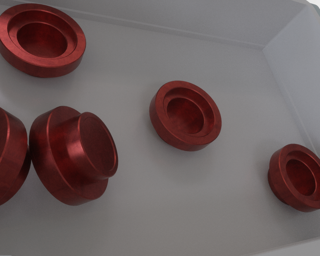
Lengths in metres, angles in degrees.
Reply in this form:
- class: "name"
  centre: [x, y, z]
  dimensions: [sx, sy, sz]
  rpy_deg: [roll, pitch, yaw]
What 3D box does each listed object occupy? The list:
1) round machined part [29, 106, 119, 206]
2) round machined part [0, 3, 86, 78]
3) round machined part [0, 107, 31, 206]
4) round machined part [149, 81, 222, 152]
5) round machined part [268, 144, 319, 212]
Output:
- class: "round machined part"
  centre: [-0.076, 0.023, 0.305]
  dimensions: [0.098, 0.042, 0.098]
  rpy_deg: [59, 17, -29]
- class: "round machined part"
  centre: [-0.144, -0.101, 0.378]
  dimensions: [0.099, 0.042, 0.098]
  rpy_deg: [14, 56, -21]
- class: "round machined part"
  centre: [-0.154, 0.032, 0.270]
  dimensions: [0.042, 0.098, 0.098]
  rpy_deg: [49, 33, -53]
- class: "round machined part"
  centre: [0.030, -0.012, 0.418]
  dimensions: [0.099, 0.042, 0.098]
  rpy_deg: [14, 56, -21]
- class: "round machined part"
  centre: [0.200, 0.076, 0.456]
  dimensions: [0.099, 0.042, 0.098]
  rpy_deg: [14, 56, -21]
